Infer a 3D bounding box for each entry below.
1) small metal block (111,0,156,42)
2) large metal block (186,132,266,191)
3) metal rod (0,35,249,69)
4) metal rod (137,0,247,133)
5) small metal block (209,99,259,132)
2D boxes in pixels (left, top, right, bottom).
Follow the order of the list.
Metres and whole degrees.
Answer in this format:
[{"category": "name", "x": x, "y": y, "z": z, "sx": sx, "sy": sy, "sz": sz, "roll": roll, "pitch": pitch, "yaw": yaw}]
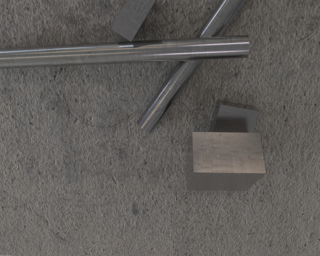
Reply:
[{"category": "small metal block", "x": -0.028, "y": -0.128, "z": 0.349, "sx": 0.025, "sy": 0.050, "sz": 0.050, "roll": 31, "pitch": 107, "yaw": -11}, {"category": "large metal block", "x": 0.078, "y": 0.045, "z": 0.392, "sx": 0.081, "sy": 0.050, "sz": 0.080, "roll": 1, "pitch": 154, "yaw": -1}, {"category": "metal rod", "x": -0.053, "y": -0.087, "z": 0.360, "sx": 0.302, "sy": 0.025, "sz": 0.025, "roll": -1, "pitch": 110, "yaw": 6}, {"category": "metal rod", "x": 0.064, "y": -0.118, "z": 0.366, "sx": 0.025, "sy": 0.025, "sz": 0.299, "roll": 32, "pitch": 107, "yaw": -11}, {"category": "small metal block", "x": 0.096, "y": -0.006, "z": 0.408, "sx": 0.050, "sy": 0.025, "sz": 0.050, "roll": 10, "pitch": 110, "yaw": -4}]
